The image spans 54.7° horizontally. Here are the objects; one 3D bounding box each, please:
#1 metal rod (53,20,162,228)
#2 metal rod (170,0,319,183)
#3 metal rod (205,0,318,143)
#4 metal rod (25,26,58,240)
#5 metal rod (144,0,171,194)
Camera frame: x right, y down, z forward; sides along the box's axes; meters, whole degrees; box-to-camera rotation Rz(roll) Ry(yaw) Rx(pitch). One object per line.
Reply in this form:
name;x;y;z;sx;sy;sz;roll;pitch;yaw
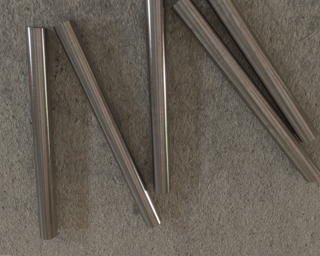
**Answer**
metal rod;-0.061;0.009;0.412;0.025;0.025;0.299;-19;109;7
metal rod;0.119;-0.039;0.396;0.025;0.025;0.300;-39;106;13
metal rod;0.108;-0.099;0.374;0.025;0.025;0.300;-36;107;12
metal rod;-0.156;0.021;0.415;0.025;0.025;0.298;4;110;-2
metal rod;-0.002;-0.052;0.390;0.025;0.025;0.298;-2;110;1
